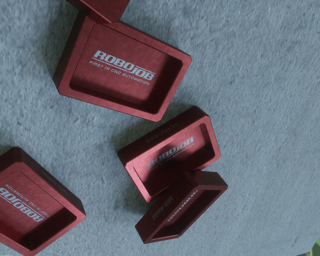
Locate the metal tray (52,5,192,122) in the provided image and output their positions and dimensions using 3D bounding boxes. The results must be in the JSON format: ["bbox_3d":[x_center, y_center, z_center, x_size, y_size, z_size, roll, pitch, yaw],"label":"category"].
[{"bbox_3d":[-0.038,-0.065,0.343,0.131,0.030,0.089,16,110,-35],"label":"metal tray"}]

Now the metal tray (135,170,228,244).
[{"bbox_3d":[0.033,0.120,0.472,0.091,0.030,0.129,14,121,-48],"label":"metal tray"}]

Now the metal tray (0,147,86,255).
[{"bbox_3d":[-0.164,0.094,0.372,0.090,0.030,0.130,-36,130,-5],"label":"metal tray"}]

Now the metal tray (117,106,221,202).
[{"bbox_3d":[0.017,0.038,0.438,0.131,0.030,0.090,-31,129,-9],"label":"metal tray"}]

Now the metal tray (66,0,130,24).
[{"bbox_3d":[-0.047,-0.166,0.255,0.090,0.030,0.130,30,87,-38],"label":"metal tray"}]
